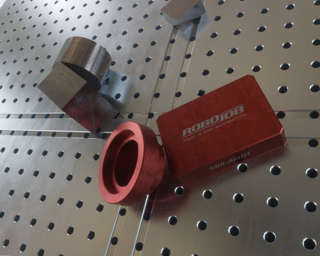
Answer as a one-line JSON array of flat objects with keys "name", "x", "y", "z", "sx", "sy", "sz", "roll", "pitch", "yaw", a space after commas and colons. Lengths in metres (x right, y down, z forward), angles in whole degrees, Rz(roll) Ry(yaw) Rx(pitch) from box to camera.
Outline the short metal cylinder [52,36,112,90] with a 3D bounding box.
[{"name": "short metal cylinder", "x": -0.125, "y": -0.101, "z": 0.501, "sx": 0.080, "sy": 0.080, "sz": 0.050, "roll": 3, "pitch": 63, "yaw": 29}]

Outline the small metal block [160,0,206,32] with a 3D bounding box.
[{"name": "small metal block", "x": 0.037, "y": -0.192, "z": 0.506, "sx": 0.050, "sy": 0.025, "sz": 0.050, "roll": -42, "pitch": 51, "yaw": -1}]

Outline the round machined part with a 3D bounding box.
[{"name": "round machined part", "x": -0.031, "y": 0.044, "z": 0.371, "sx": 0.098, "sy": 0.042, "sz": 0.098, "roll": -28, "pitch": 53, "yaw": 44}]

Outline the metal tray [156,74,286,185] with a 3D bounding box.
[{"name": "metal tray", "x": 0.067, "y": 0.002, "z": 0.369, "sx": 0.130, "sy": 0.030, "sz": 0.090, "roll": -25, "pitch": 53, "yaw": 13}]

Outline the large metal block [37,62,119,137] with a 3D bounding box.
[{"name": "large metal block", "x": -0.121, "y": -0.042, "z": 0.463, "sx": 0.050, "sy": 0.080, "sz": 0.080, "roll": -49, "pitch": 52, "yaw": -6}]
